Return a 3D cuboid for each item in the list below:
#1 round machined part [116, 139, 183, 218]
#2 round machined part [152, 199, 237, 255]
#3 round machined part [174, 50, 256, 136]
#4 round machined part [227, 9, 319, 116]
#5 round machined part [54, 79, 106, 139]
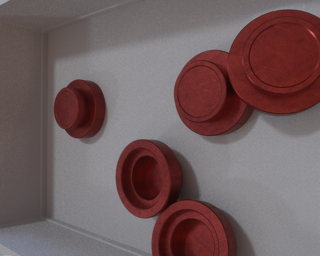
[{"bbox_3d":[-0.010,0.064,0.401,0.098,0.042,0.097,-4,84,42],"label":"round machined part"},{"bbox_3d":[0.042,0.132,0.352,0.098,0.042,0.098,-12,69,34],"label":"round machined part"},{"bbox_3d":[0.055,-0.039,0.351,0.098,0.042,0.097,0,90,40],"label":"round machined part"},{"bbox_3d":[0.111,-0.061,0.282,0.098,0.042,0.097,-1,86,18],"label":"round machined part"},{"bbox_3d":[-0.138,-0.031,0.510,0.098,0.042,0.097,0,90,40],"label":"round machined part"}]
